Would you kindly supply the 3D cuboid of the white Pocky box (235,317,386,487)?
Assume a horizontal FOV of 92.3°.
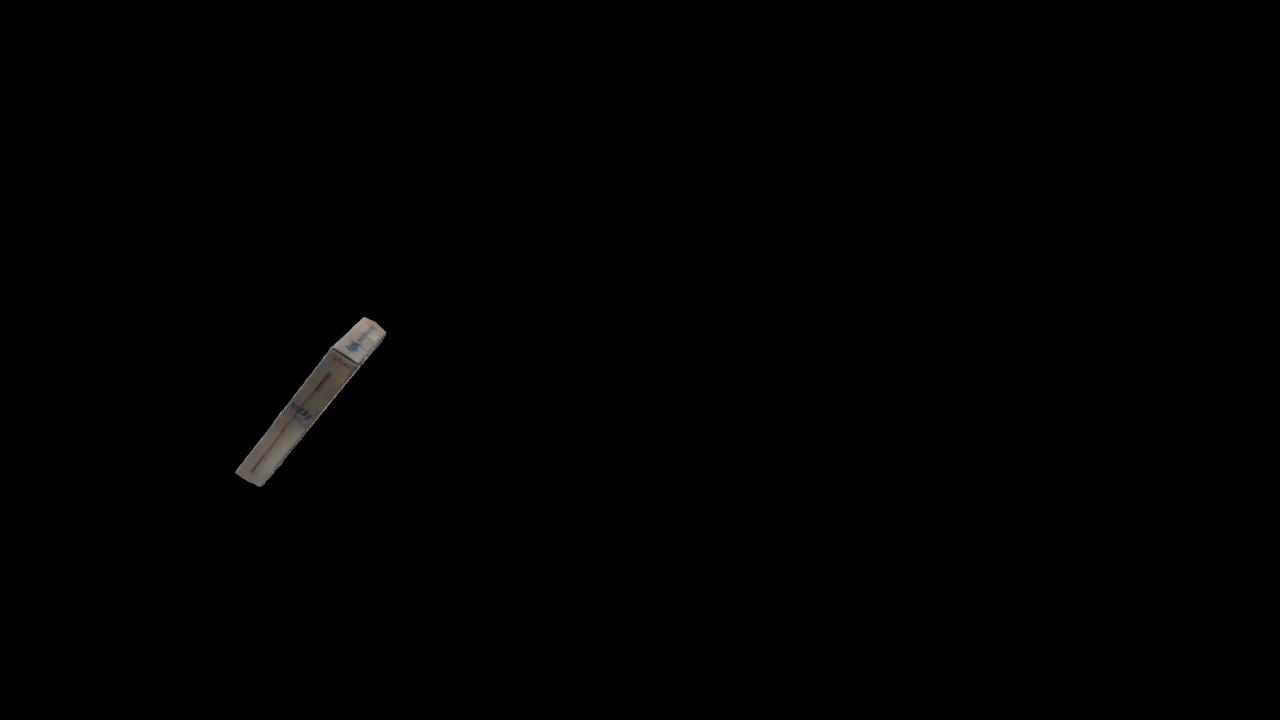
[{"bbox_3d":[-0.292,0.036,0.549,0.028,0.154,0.084,39,14,-19],"label":"white Pocky box"}]
